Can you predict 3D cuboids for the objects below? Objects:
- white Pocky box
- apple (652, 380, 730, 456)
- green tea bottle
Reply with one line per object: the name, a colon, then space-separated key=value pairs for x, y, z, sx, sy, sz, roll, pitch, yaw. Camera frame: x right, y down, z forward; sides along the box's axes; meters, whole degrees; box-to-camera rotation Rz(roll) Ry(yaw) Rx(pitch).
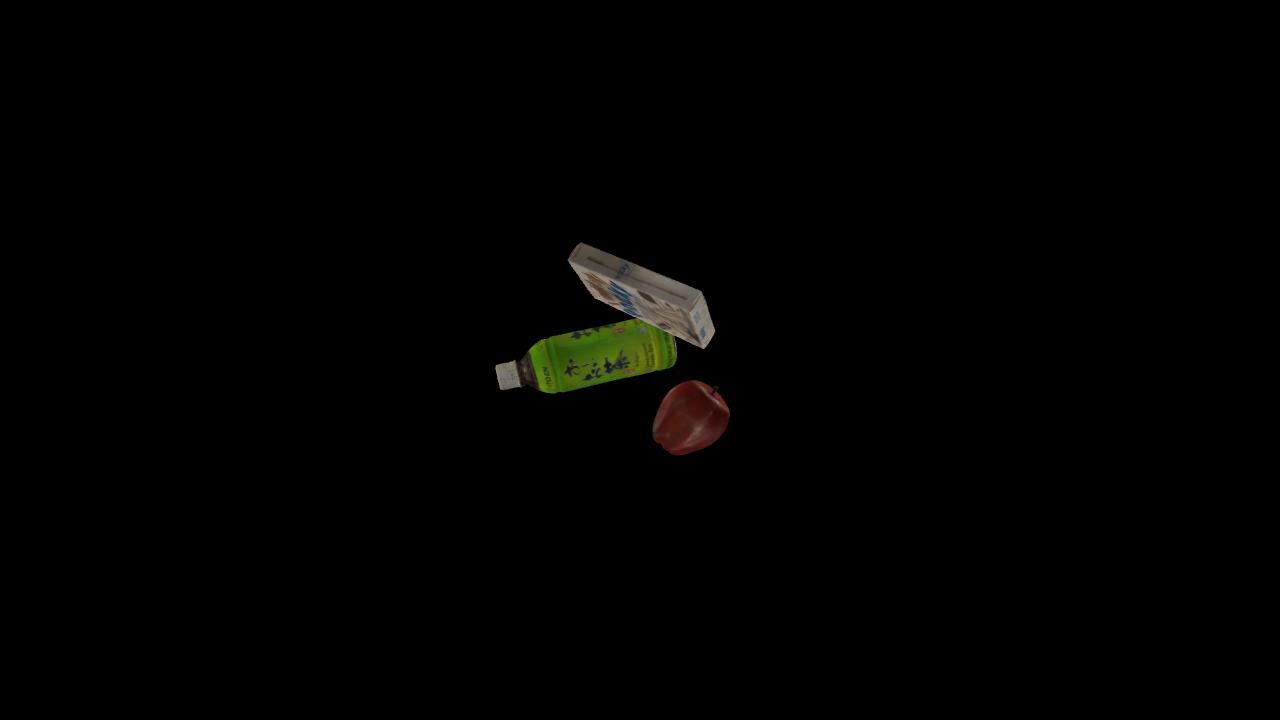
white Pocky box: x=0.003 y=-0.068 z=0.642 sx=0.154 sy=0.028 sz=0.084 roll=26 pitch=-14 yaw=26
apple: x=0.058 y=0.066 z=0.708 sx=0.079 sy=0.093 sz=0.079 roll=43 pitch=7 yaw=-6
green tea bottle: x=-0.064 y=-0.001 z=0.736 sx=0.212 sy=0.073 sz=0.073 roll=-15 pitch=3 yaw=-10
